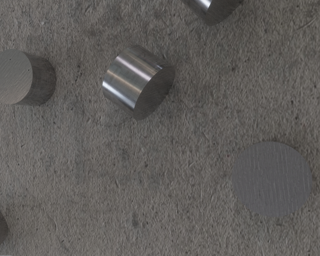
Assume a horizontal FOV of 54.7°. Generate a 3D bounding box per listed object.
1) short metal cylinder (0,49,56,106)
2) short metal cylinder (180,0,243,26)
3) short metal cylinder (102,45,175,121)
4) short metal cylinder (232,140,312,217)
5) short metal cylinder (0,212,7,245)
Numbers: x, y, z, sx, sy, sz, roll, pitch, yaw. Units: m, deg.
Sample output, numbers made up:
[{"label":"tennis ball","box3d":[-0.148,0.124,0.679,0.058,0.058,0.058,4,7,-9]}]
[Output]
[{"label":"short metal cylinder","box3d":[-0.207,-0.074,0.469,0.080,0.050,0.080,0,90,20]},{"label":"short metal cylinder","box3d":[0.064,-0.167,0.357,0.080,0.080,0.050,-46,76,14]},{"label":"short metal cylinder","box3d":[-0.025,-0.056,0.389,0.050,0.080,0.080,36,102,16]},{"label":"short metal cylinder","box3d":[0.126,0.054,0.351,0.080,0.050,0.080,0,90,20]},{"label":"short metal cylinder","box3d":[-0.291,0.164,0.483,0.050,0.080,0.080,-37,78,16]}]
